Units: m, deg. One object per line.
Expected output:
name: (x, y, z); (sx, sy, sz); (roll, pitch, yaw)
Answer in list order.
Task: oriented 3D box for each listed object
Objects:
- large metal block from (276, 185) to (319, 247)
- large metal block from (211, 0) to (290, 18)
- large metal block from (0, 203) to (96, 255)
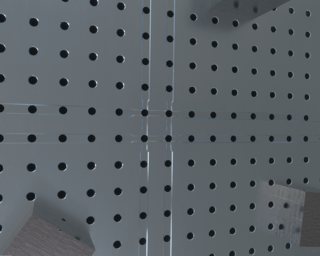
large metal block: (0.236, 0.137, 0.486); (0.081, 0.050, 0.080); (9, 87, -20)
large metal block: (0.127, -0.197, 0.429); (0.081, 0.080, 0.050); (3, 89, -20)
large metal block: (-0.133, 0.145, 0.350); (0.080, 0.050, 0.080); (38, 78, -16)
